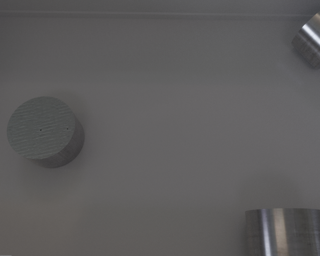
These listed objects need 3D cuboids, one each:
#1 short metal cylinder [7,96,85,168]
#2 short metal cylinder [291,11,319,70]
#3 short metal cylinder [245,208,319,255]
[{"bbox_3d":[-0.142,0.007,0.393,0.081,0.050,0.080,0,70,0],"label":"short metal cylinder"},{"bbox_3d":[0.233,-0.127,0.428,0.080,0.080,0.050,-33,74,-11],"label":"short metal cylinder"},{"bbox_3d":[0.136,0.117,0.338,0.080,0.080,0.050,1,70,0],"label":"short metal cylinder"}]
